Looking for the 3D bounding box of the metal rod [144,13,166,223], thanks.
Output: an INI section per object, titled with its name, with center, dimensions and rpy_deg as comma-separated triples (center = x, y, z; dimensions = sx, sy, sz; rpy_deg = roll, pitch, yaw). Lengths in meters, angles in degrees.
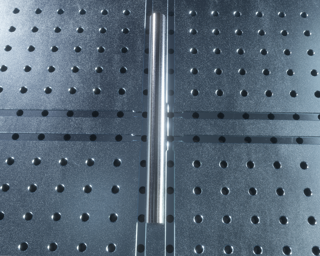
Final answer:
[metal rod]
center = -0.005, -0.027, 0.422
dimensions = 0.025, 0.025, 0.299
rpy_deg = 1, 70, 0
